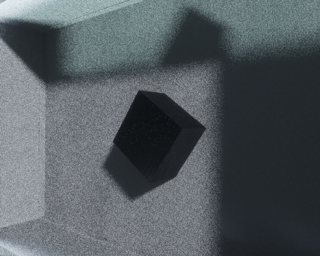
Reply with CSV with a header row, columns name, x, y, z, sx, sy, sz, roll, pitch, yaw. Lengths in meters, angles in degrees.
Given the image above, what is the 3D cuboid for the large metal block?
name,x,y,z,sx,sy,sz,roll,pitch,yaw
large metal block,-0.003,0.009,0.391,0.080,0.050,0.080,43,116,31
